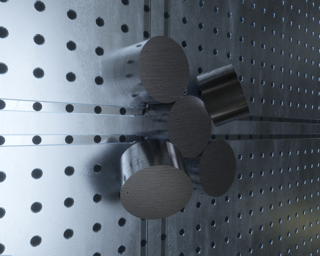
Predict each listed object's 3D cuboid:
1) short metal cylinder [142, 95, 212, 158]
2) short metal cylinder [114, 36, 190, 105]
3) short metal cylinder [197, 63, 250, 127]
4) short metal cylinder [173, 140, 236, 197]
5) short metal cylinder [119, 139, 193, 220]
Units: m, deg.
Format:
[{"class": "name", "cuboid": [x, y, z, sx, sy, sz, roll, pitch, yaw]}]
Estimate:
[{"class": "short metal cylinder", "cuboid": [0.023, -0.002, 0.414, 0.081, 0.050, 0.079, 0, 90, -40]}, {"class": "short metal cylinder", "cuboid": [-0.009, -0.069, 0.386, 0.081, 0.050, 0.079, 0, 90, -40]}, {"class": "short metal cylinder", "cuboid": [0.091, -0.047, 0.445, 0.080, 0.050, 0.080, -21, 90, -78]}, {"class": "short metal cylinder", "cuboid": [0.065, 0.056, 0.450, 0.081, 0.050, 0.079, 0, 90, -40]}, {"class": "short metal cylinder", "cuboid": [-0.007, 0.060, 0.362, 0.081, 0.050, 0.079, -5, 121, -7]}]
